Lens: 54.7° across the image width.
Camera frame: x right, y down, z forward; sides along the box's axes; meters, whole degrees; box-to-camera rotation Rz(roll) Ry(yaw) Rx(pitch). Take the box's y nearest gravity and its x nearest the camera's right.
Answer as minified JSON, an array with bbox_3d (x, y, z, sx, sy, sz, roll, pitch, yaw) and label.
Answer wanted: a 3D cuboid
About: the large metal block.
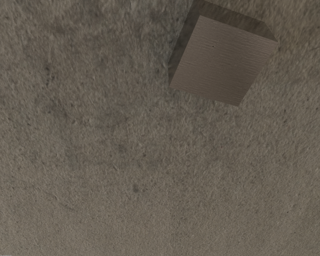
[{"bbox_3d":[0.060,-0.078,0.326,0.081,0.050,0.079,14,129,-13],"label":"large metal block"}]
